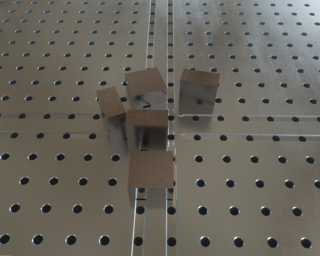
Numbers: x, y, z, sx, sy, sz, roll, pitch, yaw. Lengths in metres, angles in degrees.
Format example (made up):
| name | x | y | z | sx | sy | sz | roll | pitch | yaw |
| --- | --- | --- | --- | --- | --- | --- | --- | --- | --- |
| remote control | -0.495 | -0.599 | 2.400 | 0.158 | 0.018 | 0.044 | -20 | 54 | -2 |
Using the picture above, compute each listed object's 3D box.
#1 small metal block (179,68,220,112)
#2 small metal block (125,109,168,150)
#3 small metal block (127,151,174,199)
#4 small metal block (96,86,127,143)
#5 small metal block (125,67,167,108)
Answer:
| name | x | y | z | sx | sy | sz | roll | pitch | yaw |
| --- | --- | --- | --- | --- | --- | --- | --- | --- | --- |
| small metal block | 0.055 | -0.053 | 0.436 | 0.050 | 0.050 | 0.025 | 10 | 51 | 9 |
| small metal block | -0.015 | 0.003 | 0.389 | 0.050 | 0.050 | 0.025 | 1 | 50 | 1 |
| small metal block | -0.010 | 0.054 | 0.362 | 0.050 | 0.025 | 0.050 | 1 | 50 | 0 |
| small metal block | -0.061 | -0.017 | 0.406 | 0.025 | 0.050 | 0.050 | -17 | 52 | -13 |
| small metal block | -0.021 | -0.060 | 0.458 | 0.050 | 0.025 | 0.050 | -14 | 51 | -11 |
